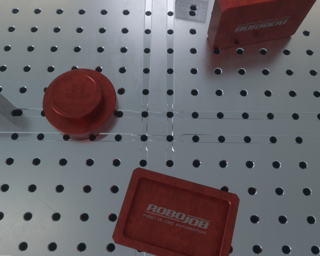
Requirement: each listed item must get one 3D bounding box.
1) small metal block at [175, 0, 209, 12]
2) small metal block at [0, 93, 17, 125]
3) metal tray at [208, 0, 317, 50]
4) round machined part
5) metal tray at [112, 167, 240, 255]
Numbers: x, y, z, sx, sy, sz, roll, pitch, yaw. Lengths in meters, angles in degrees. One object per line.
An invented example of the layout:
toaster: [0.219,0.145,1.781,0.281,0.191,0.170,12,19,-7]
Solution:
small metal block: [0.053,-0.215,0.491,0.050,0.025,0.050,10,70,3]
small metal block: [-0.225,-0.023,0.405,0.050,0.050,0.025,-2,70,-1]
metal tray: [0.139,-0.158,0.435,0.131,0.090,0.030,-11,71,-4]
round machined part: [-0.108,-0.038,0.416,0.099,0.042,0.098,0,70,0]
metal tray: [0.020,0.108,0.369,0.131,0.030,0.090,15,71,5]
